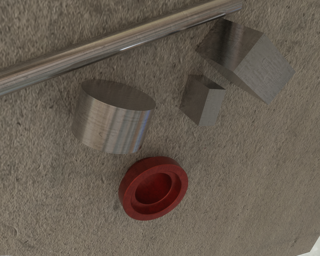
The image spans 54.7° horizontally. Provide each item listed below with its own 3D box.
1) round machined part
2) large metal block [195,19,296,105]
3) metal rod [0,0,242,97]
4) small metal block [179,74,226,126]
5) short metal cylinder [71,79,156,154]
[{"bbox_3d":[-0.013,0.080,0.440,0.099,0.042,0.097,-14,125,-21],"label":"round machined part"},{"bbox_3d":[0.103,-0.082,0.379,0.080,0.080,0.050,30,101,-38],"label":"large metal block"},{"bbox_3d":[-0.045,-0.091,0.327,0.302,0.025,0.025,-24,127,-14],"label":"metal rod"},{"bbox_3d":[0.053,-0.036,0.399,0.025,0.050,0.050,-1,119,-28],"label":"small metal block"},{"bbox_3d":[-0.050,-0.014,0.336,0.081,0.080,0.050,5,116,-31],"label":"short metal cylinder"}]
